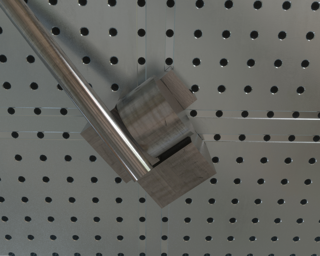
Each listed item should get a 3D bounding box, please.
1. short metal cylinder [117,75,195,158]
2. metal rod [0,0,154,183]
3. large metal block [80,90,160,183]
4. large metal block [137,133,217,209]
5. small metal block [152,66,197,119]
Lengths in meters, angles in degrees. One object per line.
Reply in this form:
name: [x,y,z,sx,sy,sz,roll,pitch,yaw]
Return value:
short metal cylinder: [-0.004,-0.013,0.352,0.050,0.080,0.080,-35,107,12]
metal rod: [-0.109,-0.069,0.331,0.025,0.025,0.300,-40,85,13]
large metal block: [-0.045,0.008,0.387,0.050,0.080,0.080,-36,107,12]
large metal block: [0.019,0.043,0.398,0.080,0.080,0.050,-36,107,12]
small metal block: [0.011,-0.042,0.399,0.050,0.025,0.050,-40,106,13]
